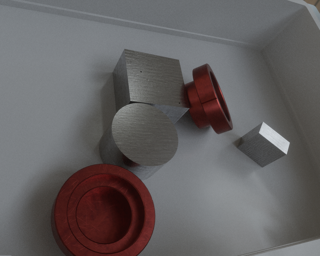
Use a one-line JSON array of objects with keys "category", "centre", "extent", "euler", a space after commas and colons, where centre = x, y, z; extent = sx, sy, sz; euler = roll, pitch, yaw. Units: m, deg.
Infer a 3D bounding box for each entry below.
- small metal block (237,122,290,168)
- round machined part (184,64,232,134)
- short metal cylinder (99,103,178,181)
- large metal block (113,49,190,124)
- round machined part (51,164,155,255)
[{"category": "small metal block", "centre": [0.152, 0.026, 0.458], "extent": [0.050, 0.050, 0.025], "euler": [37, 51, -4]}, {"category": "round machined part", "centre": [0.064, -0.037, 0.433], "extent": [0.098, 0.042, 0.098], "euler": [56, 22, -36]}, {"category": "short metal cylinder", "centre": [-0.026, 0.017, 0.366], "extent": [0.081, 0.050, 0.080], "euler": [14, 56, -21]}, {"category": "large metal block", "centre": [-0.014, -0.052, 0.415], "extent": [0.081, 0.050, 0.080], "euler": [5, 60, -26]}, {"category": "round machined part", "centre": [-0.058, 0.089, 0.310], "extent": [0.099, 0.042, 0.098], "euler": [14, 56, -21]}]
